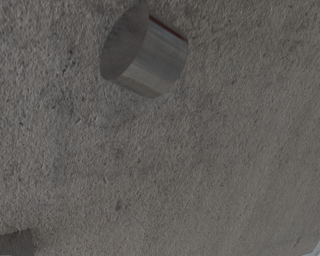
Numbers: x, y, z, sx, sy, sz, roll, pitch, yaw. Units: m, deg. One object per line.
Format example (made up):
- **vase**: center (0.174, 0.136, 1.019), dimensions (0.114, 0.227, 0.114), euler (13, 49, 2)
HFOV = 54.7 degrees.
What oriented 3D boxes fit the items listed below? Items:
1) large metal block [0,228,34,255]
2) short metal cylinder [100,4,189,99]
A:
- **large metal block**: center (-0.194, 0.179, 0.376), dimensions (0.081, 0.080, 0.050), euler (-7, 122, -25)
- **short metal cylinder**: center (-0.018, -0.076, 0.315), dimensions (0.050, 0.080, 0.080), euler (22, 106, -36)
